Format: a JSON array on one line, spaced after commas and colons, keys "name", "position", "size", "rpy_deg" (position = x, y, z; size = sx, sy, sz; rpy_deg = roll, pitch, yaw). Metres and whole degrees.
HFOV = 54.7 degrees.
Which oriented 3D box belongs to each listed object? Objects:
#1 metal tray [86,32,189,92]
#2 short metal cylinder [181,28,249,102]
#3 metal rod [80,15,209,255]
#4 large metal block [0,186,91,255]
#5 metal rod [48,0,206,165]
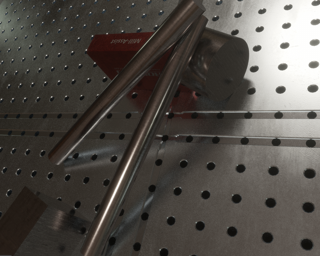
[{"name": "metal tray", "position": [-0.026, -0.091, 0.434], "size": [0.130, 0.090, 0.030], "rpy_deg": [8, 66, 31]}, {"name": "short metal cylinder", "position": [0.066, -0.079, 0.387], "size": [0.050, 0.080, 0.080], "rpy_deg": [34, 80, 38]}, {"name": "metal rod", "position": [-0.019, 0.010, 0.355], "size": [0.025, 0.025, 0.299], "rpy_deg": [27, 93, 37]}, {"name": "large metal block", "position": [-0.143, 0.127, 0.368], "size": [0.050, 0.080, 0.080], "rpy_deg": [23, 74, 36]}, {"name": "metal rod", "position": [-0.059, -0.041, 0.388], "size": [0.299, 0.025, 0.025], "rpy_deg": [-42, 47, 30]}]
